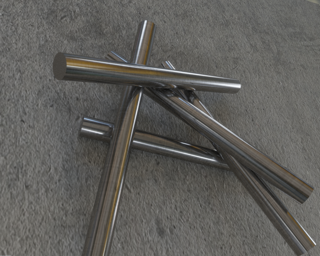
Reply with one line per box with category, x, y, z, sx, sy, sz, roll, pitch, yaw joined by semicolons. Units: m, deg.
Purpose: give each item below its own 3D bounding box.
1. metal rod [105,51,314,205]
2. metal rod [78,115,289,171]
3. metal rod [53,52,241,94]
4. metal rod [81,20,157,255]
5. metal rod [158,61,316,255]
metal rod;0.048;-0.009;0.388;0.300;0.025;0.025;36;49;15
metal rod;0.047;0.034;0.407;0.302;0.025;0.025;15;56;-20
metal rod;0.014;-0.061;0.388;0.302;0.025;0.025;-3;62;-46
metal rod;-0.039;-0.006;0.352;0.025;0.025;0.300;19;61;-17
metal rod;0.084;0.022;0.403;0.025;0.025;0.299;-17;61;-35
